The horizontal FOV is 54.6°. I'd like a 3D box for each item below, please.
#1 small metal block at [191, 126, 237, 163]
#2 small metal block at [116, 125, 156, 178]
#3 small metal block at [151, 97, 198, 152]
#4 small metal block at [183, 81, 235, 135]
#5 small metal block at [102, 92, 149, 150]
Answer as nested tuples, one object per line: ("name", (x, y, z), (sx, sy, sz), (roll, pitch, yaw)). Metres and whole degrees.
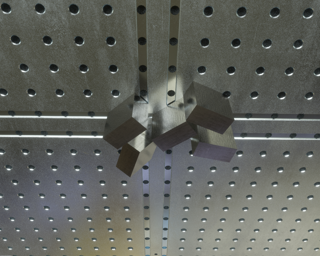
("small metal block", (0.069, 0.015, 0.408), (0.050, 0.050, 0.025), (11, 129, -10))
("small metal block", (-0.029, 0.030, 0.417), (0.025, 0.050, 0.050), (35, 130, 15))
("small metal block", (0.017, -0.005, 0.391), (0.050, 0.050, 0.025), (-29, 124, 22))
("small metal block", (0.058, -0.025, 0.374), (0.050, 0.050, 0.025), (20, 127, -17))
("small metal block", (-0.042, -0.009, 0.387), (0.050, 0.050, 0.025), (-34, 122, 25))
